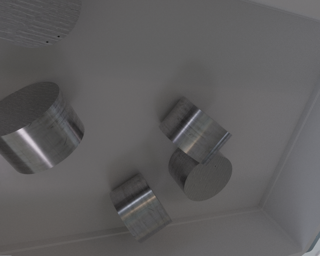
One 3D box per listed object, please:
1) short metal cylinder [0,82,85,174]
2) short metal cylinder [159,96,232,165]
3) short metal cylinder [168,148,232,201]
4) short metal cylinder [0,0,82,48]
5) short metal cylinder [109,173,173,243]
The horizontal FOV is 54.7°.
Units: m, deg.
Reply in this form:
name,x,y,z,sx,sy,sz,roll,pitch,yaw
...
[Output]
name,x,y,z,sx,sy,sz,roll,pitch,yaw
short metal cylinder,-0.123,-0.002,0.305,0.080,0.080,0.050,-30,129,-9
short metal cylinder,0.045,0.003,0.400,0.080,0.080,0.050,33,100,-38
short metal cylinder,0.060,0.062,0.463,0.081,0.050,0.079,-14,124,-21
short metal cylinder,-0.112,-0.114,0.261,0.081,0.050,0.079,-14,124,-21
short metal cylinder,-0.026,0.109,0.426,0.050,0.080,0.080,-33,129,-7
